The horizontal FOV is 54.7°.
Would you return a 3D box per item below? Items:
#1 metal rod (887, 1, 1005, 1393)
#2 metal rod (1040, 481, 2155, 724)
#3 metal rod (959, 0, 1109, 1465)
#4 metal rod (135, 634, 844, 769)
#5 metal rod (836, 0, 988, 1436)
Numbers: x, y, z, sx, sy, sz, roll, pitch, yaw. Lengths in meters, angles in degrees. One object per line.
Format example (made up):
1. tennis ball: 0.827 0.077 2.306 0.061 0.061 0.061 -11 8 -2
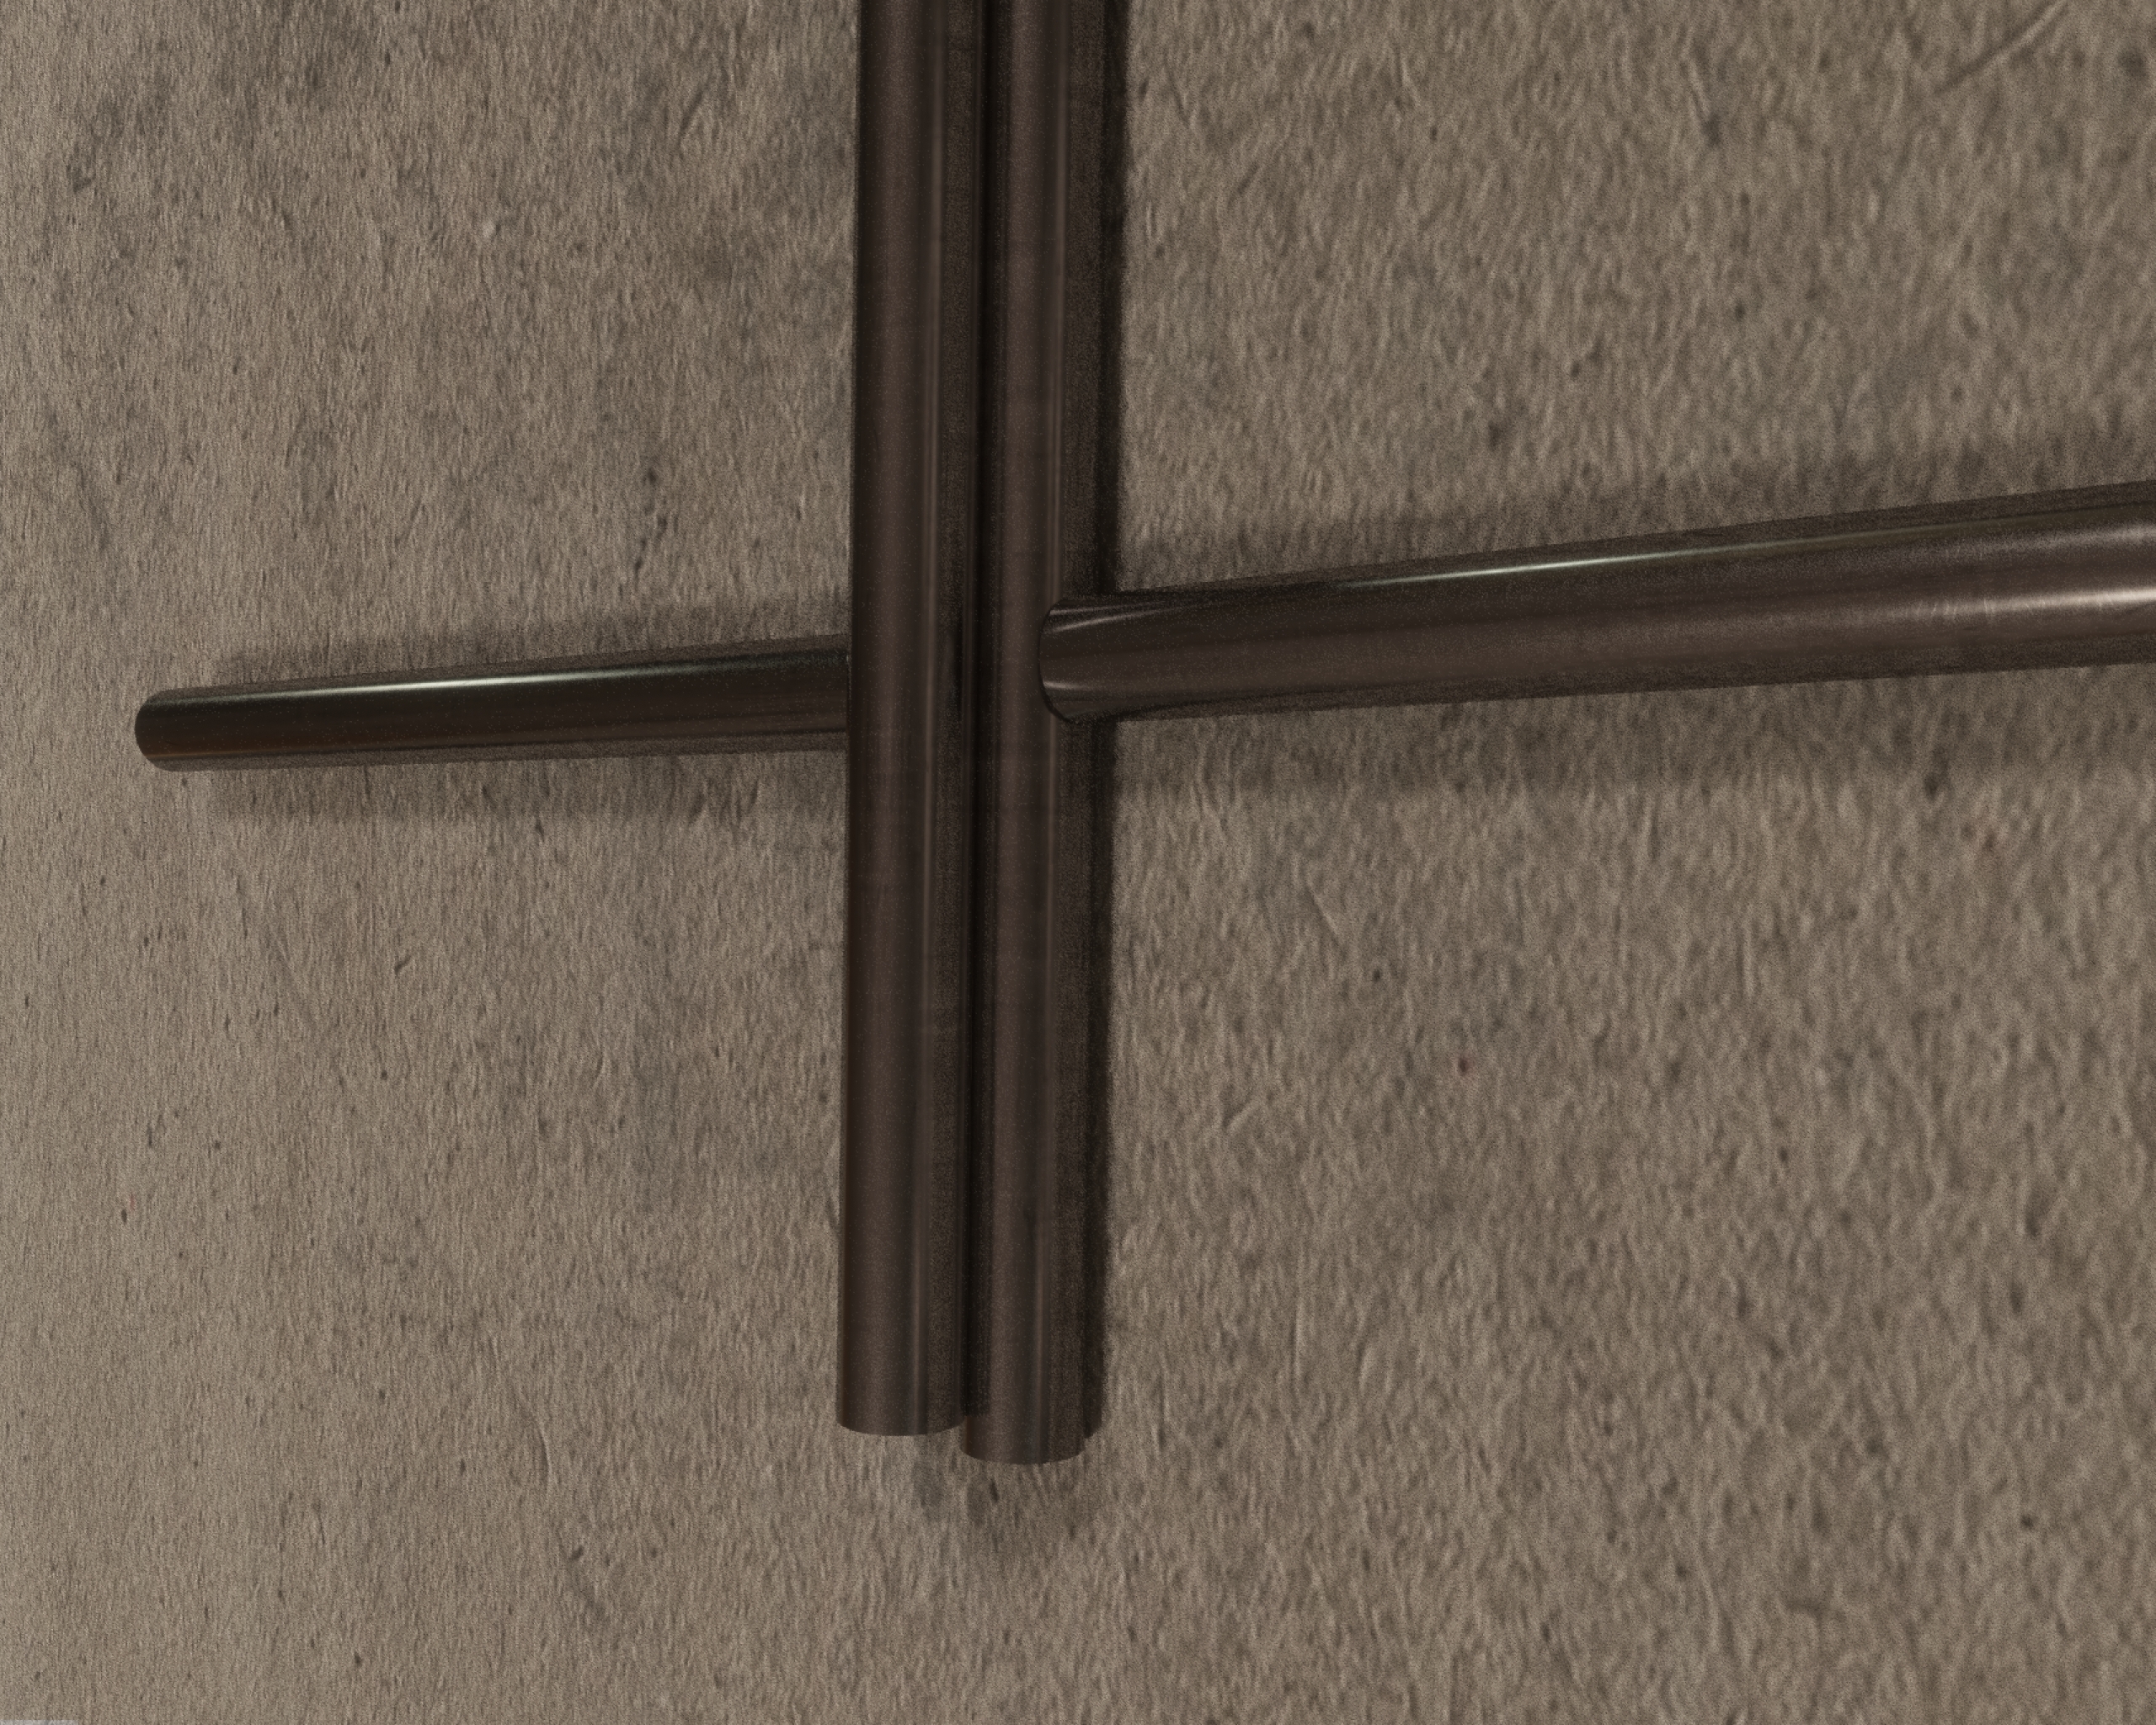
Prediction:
1. metal rod: -0.028 -0.039 0.428 0.025 0.025 0.298 2 91 39
2. metal rod: 0.117 -0.040 0.309 0.300 0.025 0.025 0 90 39
3. metal rod: -0.009 -0.033 0.413 0.025 0.025 0.298 2 91 39
4. metal rod: -0.154 -0.038 0.530 0.300 0.025 0.025 1 91 39
5. metal rod: -0.032 -0.041 0.405 0.025 0.025 0.298 2 91 39
